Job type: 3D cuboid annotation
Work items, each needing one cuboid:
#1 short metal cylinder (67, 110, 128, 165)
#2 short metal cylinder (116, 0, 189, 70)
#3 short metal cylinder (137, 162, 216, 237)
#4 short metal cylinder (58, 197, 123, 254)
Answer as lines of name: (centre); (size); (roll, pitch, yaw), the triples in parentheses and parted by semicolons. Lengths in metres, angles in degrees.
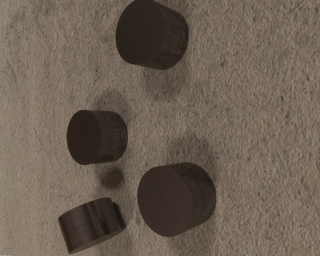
short metal cylinder: (-0.095, 0.013, 0.464); (0.080, 0.050, 0.079); (0, 90, 39)
short metal cylinder: (-0.011, -0.117, 0.396); (0.080, 0.050, 0.079); (0, 90, 39)
short metal cylinder: (0.019, 0.083, 0.371); (0.080, 0.050, 0.079); (0, 90, 39)
short metal cylinder: (-0.100, 0.141, 0.449); (0.080, 0.081, 0.050); (-39, 67, 33)
